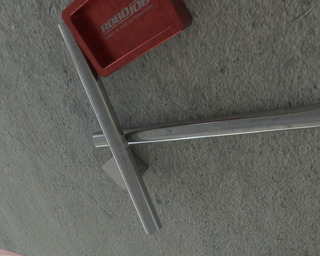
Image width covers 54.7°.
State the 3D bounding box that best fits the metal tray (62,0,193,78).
[{"bbox_3d":[-0.041,-0.124,0.348,0.130,0.030,0.090,-22,107,36],"label":"metal tray"}]

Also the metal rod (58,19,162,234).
[{"bbox_3d":[-0.062,0.006,0.413,0.025,0.025,0.299,-15,102,34],"label":"metal rod"}]

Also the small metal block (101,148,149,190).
[{"bbox_3d":[-0.053,0.059,0.472,0.050,0.025,0.050,46,129,-4],"label":"small metal block"}]

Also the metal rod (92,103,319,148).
[{"bbox_3d":[0.035,0.002,0.389,0.300,0.025,0.025,-7,115,31],"label":"metal rod"}]
